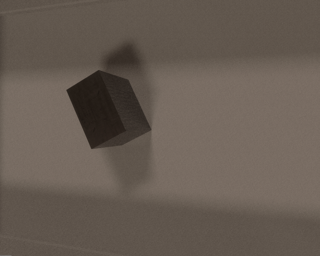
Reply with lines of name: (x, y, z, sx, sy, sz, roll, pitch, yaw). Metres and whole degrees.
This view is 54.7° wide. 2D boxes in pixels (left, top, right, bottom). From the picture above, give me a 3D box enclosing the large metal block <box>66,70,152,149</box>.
large metal block: (-0.063, -0.022, 0.402, 0.050, 0.080, 0.080, -28, 81, 18)
